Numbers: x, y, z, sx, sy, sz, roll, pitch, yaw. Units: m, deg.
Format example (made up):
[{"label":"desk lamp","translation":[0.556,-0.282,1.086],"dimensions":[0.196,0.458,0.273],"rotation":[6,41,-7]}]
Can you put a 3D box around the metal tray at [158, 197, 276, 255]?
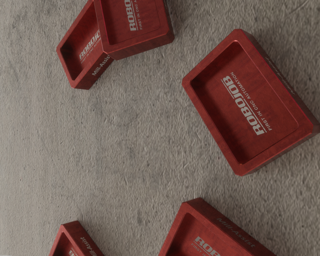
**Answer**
[{"label":"metal tray","translation":[0.066,0.152,0.347],"dimensions":[0.130,0.030,0.089],"rotation":[34,111,35]}]

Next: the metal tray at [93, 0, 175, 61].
[{"label":"metal tray","translation":[-0.039,-0.165,0.411],"dimensions":[0.090,0.030,0.129],"rotation":[-15,80,14]}]

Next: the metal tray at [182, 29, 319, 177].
[{"label":"metal tray","translation":[0.089,-0.027,0.327],"dimensions":[0.090,0.030,0.130],"rotation":[-42,65,32]}]

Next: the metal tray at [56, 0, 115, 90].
[{"label":"metal tray","translation":[-0.109,-0.134,0.491],"dimensions":[0.129,0.030,0.090],"rotation":[-41,66,32]}]

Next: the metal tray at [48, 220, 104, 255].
[{"label":"metal tray","translation":[-0.131,0.230,0.509],"dimensions":[0.130,0.030,0.089],"rotation":[39,113,33]}]
